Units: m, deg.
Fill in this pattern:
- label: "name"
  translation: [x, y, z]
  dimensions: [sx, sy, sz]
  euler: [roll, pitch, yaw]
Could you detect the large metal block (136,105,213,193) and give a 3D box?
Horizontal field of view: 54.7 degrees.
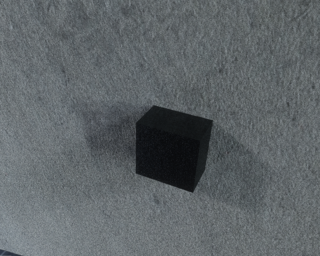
- label: "large metal block"
  translation: [0.017, 0.026, 0.397]
  dimensions: [0.080, 0.050, 0.079]
  euler: [16, 125, 19]
